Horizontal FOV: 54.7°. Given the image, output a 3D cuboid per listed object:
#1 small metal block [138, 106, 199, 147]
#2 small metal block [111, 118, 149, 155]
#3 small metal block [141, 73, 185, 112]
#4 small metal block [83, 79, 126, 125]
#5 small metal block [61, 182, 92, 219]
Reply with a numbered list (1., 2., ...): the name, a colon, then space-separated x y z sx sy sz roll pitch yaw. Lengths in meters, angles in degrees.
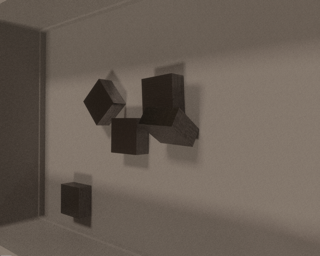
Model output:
1. small metal block: 0.011 -0.002 0.376 0.050 0.050 0.025 5 64 39
2. small metal block: -0.043 0.011 0.440 0.050 0.025 0.050 1 91 39
3. small metal block: 0.004 -0.041 0.402 0.050 0.025 0.050 -4 88 39
4. small metal block: -0.086 -0.039 0.475 0.050 0.025 0.050 -48 62 29
5. small metal block: -0.141 0.120 0.520 0.050 0.025 0.050 1 91 39
